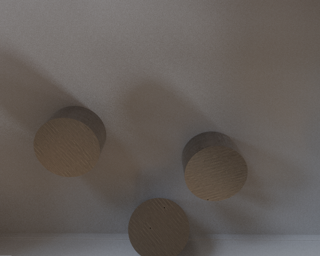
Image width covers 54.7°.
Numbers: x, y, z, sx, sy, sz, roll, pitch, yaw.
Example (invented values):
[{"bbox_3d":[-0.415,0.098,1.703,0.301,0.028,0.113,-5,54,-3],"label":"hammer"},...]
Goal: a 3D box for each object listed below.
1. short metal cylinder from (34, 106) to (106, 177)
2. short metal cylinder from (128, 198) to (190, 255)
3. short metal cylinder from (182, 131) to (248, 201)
[{"bbox_3d":[-0.114,0.016,0.403,0.081,0.050,0.079,0,110,-1],"label":"short metal cylinder"},{"bbox_3d":[-0.002,0.138,0.430,0.081,0.050,0.080,0,77,-1],"label":"short metal cylinder"},{"bbox_3d":[0.071,0.051,0.418,0.081,0.050,0.079,0,110,-1],"label":"short metal cylinder"}]
